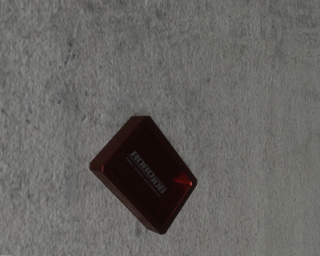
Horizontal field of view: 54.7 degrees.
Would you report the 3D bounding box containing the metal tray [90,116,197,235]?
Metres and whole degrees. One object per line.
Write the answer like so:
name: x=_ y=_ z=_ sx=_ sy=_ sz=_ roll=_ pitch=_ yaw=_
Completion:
metal tray: x=-0.014 y=0.059 z=0.391 sx=0.090 sy=0.030 sz=0.130 roll=-52 pitch=120 yaw=-28
